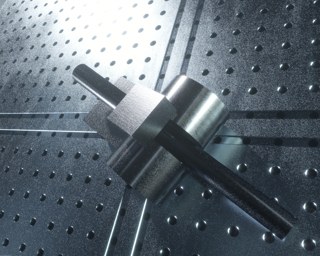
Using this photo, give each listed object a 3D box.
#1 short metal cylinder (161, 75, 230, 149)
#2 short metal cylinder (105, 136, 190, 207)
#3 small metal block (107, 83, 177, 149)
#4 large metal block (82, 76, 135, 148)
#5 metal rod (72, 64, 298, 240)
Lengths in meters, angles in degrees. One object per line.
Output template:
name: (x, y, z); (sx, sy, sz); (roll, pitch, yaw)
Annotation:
short metal cylinder: (0.033, -0.016, 0.362); (0.080, 0.080, 0.050); (31, 79, 38)
short metal cylinder: (-0.014, 0.044, 0.349); (0.080, 0.080, 0.050); (34, 81, 38)
small metal block: (-0.020, -0.014, 0.321); (0.050, 0.025, 0.050); (-51, 43, -8)
large metal block: (-0.042, -0.012, 0.414); (0.080, 0.050, 0.080); (33, 80, 38)
metal rod: (0.008, 0.011, 0.342); (0.300, 0.025, 0.025); (37, 82, 23)
